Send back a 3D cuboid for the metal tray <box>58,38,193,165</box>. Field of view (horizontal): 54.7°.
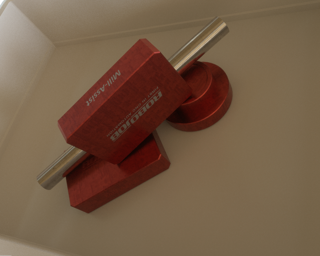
[{"bbox_3d":[-0.035,-0.023,0.345,0.130,0.090,0.030,-44,54,6],"label":"metal tray"}]

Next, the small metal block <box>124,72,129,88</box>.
[{"bbox_3d":[-0.029,-0.050,0.432,0.025,0.050,0.050,-38,51,2],"label":"small metal block"}]

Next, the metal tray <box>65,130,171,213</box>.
[{"bbox_3d":[-0.061,0.041,0.406,0.130,0.030,0.090,-30,52,8],"label":"metal tray"}]

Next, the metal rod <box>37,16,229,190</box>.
[{"bbox_3d":[-0.037,-0.028,0.388,0.300,0.025,0.025,-41,51,5],"label":"metal rod"}]

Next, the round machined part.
[{"bbox_3d":[0.040,-0.048,0.400,0.098,0.042,0.098,-13,56,20],"label":"round machined part"}]
